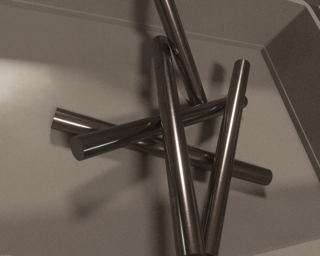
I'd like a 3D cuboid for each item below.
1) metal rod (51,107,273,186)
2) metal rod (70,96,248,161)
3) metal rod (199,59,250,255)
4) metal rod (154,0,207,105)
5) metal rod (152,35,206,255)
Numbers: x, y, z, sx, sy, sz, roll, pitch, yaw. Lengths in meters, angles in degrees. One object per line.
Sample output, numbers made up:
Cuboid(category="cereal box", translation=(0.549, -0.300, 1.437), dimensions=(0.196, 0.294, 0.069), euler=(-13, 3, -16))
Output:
Cuboid(category="metal rod", translation=(0.017, 0.030, 0.398), dimensions=(0.302, 0.025, 0.025), euler=(17, 55, -19))
Cuboid(category="metal rod", translation=(0.026, -0.012, 0.404), dimensions=(0.302, 0.025, 0.025), euler=(-17, 71, -43))
Cuboid(category="metal rod", translation=(0.090, 0.017, 0.410), dimensions=(0.025, 0.025, 0.300), euler=(27, 55, -12))
Cuboid(category="metal rod", translation=(0.007, -0.163, 0.406), dimensions=(0.025, 0.025, 0.299), euler=(-43, 121, -39))
Cuboid(category="metal rod", translation=(0.014, -0.007, 0.353), dimensions=(0.025, 0.025, 0.300), euler=(12, 48, -22))
